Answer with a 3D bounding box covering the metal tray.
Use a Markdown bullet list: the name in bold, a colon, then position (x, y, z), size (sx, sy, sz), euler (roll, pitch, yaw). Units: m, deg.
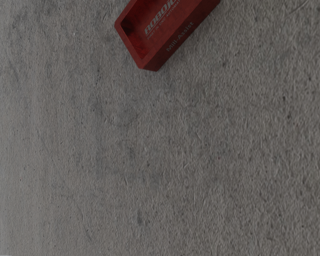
- **metal tray**: position (0.003, -0.148, 0.398), size (0.129, 0.030, 0.090), euler (-43, 64, 31)
